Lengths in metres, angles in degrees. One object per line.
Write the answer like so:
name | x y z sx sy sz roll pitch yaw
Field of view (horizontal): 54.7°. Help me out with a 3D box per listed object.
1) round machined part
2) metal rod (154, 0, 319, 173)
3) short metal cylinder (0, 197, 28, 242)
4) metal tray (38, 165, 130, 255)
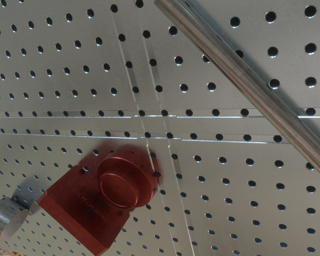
round machined part | -0.056 0.087 0.482 0.098 0.042 0.097 13 124 20
metal rod | 0.109 -0.034 0.332 0.300 0.025 0.025 45 129 -4
short metal cylinder | -0.335 0.197 0.670 0.050 0.080 0.079 32 128 7
metal tray | -0.121 0.132 0.509 0.130 0.090 0.030 43 119 -3
